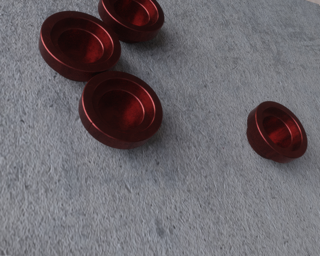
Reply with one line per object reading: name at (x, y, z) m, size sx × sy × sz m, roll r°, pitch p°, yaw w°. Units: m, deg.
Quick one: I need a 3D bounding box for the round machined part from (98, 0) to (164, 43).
round machined part at (-0.046, -0.168, 0.470) m, size 0.099 × 0.042 × 0.098 m, roll 14°, pitch 56°, yaw -21°

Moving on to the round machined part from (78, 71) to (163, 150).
round machined part at (-0.050, -0.018, 0.377) m, size 0.099 × 0.042 × 0.098 m, roll 14°, pitch 56°, yaw -21°

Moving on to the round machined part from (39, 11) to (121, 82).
round machined part at (-0.103, -0.099, 0.397) m, size 0.099 × 0.042 × 0.098 m, roll 14°, pitch 56°, yaw -21°

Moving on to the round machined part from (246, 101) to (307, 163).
round machined part at (0.175, 0.010, 0.481) m, size 0.099 × 0.042 × 0.098 m, roll 14°, pitch 56°, yaw -21°
